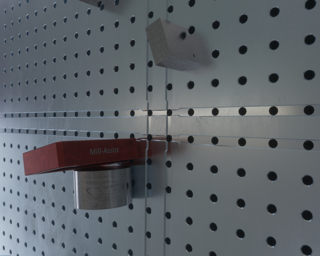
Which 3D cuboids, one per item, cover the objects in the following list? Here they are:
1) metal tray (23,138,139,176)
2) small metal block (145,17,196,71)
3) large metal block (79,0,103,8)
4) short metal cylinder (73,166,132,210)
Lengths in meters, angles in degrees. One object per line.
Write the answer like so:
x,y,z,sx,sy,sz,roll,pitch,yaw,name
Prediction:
-0.105,0.039,0.428,0.090,0.131,0.030,-16,80,39,metal tray
0.014,-0.101,0.382,0.025,0.050,0.050,-25,75,37,small metal block
-0.115,-0.253,0.488,0.080,0.050,0.080,-51,60,28,large metal block
-0.080,0.082,0.440,0.080,0.081,0.050,-5,87,40,short metal cylinder
